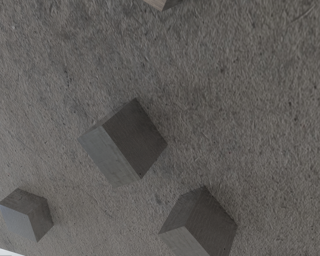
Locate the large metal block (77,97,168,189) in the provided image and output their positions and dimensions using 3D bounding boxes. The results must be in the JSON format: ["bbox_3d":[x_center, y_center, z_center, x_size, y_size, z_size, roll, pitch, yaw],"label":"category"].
[{"bbox_3d":[-0.046,0.018,0.407,0.050,0.080,0.080,-25,105,37],"label":"large metal block"}]

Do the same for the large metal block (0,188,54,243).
[{"bbox_3d":[-0.280,0.183,0.652,0.080,0.050,0.079,13,124,21],"label":"large metal block"}]

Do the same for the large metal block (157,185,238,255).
[{"bbox_3d":[0.055,0.142,0.430,0.050,0.080,0.080,-33,100,38],"label":"large metal block"}]

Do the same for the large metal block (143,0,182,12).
[{"bbox_3d":[-0.006,-0.170,0.289,0.080,0.050,0.079,34,129,5],"label":"large metal block"}]
